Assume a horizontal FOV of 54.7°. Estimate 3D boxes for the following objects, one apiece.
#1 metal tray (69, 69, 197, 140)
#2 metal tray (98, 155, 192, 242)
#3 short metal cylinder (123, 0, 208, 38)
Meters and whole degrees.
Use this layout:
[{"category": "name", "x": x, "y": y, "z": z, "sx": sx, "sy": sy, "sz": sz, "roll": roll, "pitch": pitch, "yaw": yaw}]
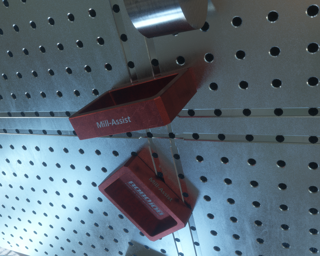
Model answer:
[{"category": "metal tray", "x": -0.032, "y": -0.028, "z": 0.368, "sx": 0.130, "sy": 0.090, "sz": 0.030, "roll": -9, "pitch": 114, "yaw": 32}, {"category": "metal tray", "x": -0.025, "y": 0.114, "z": 0.491, "sx": 0.130, "sy": 0.030, "sz": 0.090, "roll": 46, "pitch": 129, "yaw": -4}, {"category": "short metal cylinder", "x": 0.007, "y": -0.130, "z": 0.292, "sx": 0.050, "sy": 0.080, "sz": 0.080, "roll": -2, "pitch": 118, "yaw": 29}]
